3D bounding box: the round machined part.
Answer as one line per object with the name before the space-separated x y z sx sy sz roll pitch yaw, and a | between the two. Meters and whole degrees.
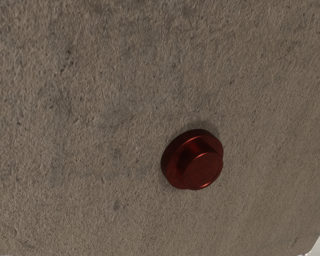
round machined part | 0.054 0.054 0.461 0.099 0.042 0.097 -14 125 -21
